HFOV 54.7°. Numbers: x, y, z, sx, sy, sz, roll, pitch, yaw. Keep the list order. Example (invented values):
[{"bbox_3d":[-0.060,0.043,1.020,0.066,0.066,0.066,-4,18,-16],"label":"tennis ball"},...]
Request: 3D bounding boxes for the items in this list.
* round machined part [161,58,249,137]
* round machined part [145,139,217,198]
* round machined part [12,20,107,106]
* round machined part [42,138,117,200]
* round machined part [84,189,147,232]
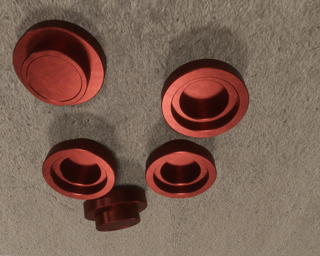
[{"bbox_3d":[0.051,-0.038,0.364,0.099,0.042,0.097,-1,130,0],"label":"round machined part"},{"bbox_3d":[0.029,0.054,0.443,0.099,0.042,0.097,-1,130,0],"label":"round machined part"},{"bbox_3d":[-0.111,-0.064,0.340,0.099,0.042,0.097,-1,130,0],"label":"round machined part"},{"bbox_3d":[-0.109,0.053,0.437,0.099,0.042,0.097,0,127,1],"label":"round machined part"},{"bbox_3d":[-0.068,0.132,0.484,0.099,0.042,0.098,-11,153,-6],"label":"round machined part"}]
